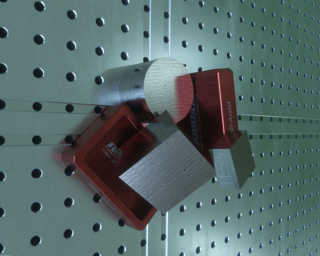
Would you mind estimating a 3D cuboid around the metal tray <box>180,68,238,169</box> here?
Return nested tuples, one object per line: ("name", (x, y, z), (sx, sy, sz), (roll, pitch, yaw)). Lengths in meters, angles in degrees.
("metal tray", (0.059, -0.010, 0.418), (0.030, 0.090, 0.129), (-12, 98, -40))

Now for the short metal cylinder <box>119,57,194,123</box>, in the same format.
("short metal cylinder", (-0.004, -0.045, 0.391), (0.081, 0.050, 0.079), (0, 90, -40))

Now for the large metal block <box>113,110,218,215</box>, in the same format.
("large metal block", (0.006, 0.040, 0.359), (0.080, 0.050, 0.080), (-39, 121, 6))

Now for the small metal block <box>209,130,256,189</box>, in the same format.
("small metal block", (0.086, 0.036, 0.360), (0.050, 0.025, 0.050), (-35, 113, -47))

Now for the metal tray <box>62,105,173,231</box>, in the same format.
("metal tray", (-0.040, 0.048, 0.373), (0.090, 0.030, 0.130), (-51, 120, -28))
